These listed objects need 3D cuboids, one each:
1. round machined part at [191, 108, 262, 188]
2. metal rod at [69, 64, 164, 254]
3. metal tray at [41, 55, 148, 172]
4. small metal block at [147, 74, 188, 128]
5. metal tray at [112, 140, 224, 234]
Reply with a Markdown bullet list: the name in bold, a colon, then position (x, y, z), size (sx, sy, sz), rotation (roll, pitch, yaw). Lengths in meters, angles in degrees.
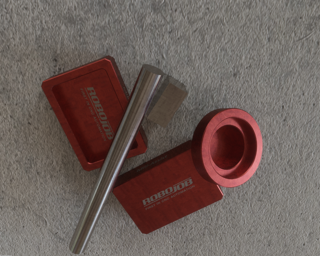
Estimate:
- **round machined part**: position (0.080, 0.024, 0.395), size (0.099, 0.042, 0.097), rotation (-1, 93, -29)
- **metal rod**: position (-0.065, 0.058, 0.398), size (0.025, 0.025, 0.298), rotation (22, 116, -8)
- **metal tray**: position (-0.080, -0.017, 0.399), size (0.090, 0.030, 0.129), rotation (-19, 109, 6)
- **small metal block**: position (0.008, -0.034, 0.384), size (0.025, 0.050, 0.050), rotation (30, 107, -11)
- **metal tray**: position (0.011, 0.085, 0.439), size (0.130, 0.030, 0.090), rotation (-28, 108, 9)
